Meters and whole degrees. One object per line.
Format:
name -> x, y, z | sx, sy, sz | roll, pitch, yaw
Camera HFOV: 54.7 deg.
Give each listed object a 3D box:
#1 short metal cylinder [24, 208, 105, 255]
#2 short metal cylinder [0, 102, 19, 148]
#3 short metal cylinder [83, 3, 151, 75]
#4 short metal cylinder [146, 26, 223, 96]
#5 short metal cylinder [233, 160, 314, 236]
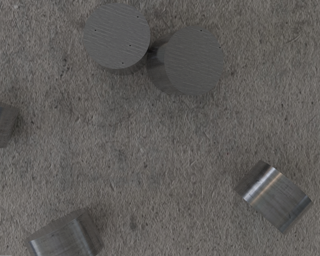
short metal cylinder -> -0.116, 0.141, 0.382 | 0.080, 0.080, 0.050 | -25, 90, 0
short metal cylinder -> -0.223, -0.011, 0.381 | 0.080, 0.080, 0.050 | 18, 90, 0
short metal cylinder -> -0.052, -0.111, 0.397 | 0.081, 0.050, 0.080 | 0, 90, 0
short metal cylinder -> 0.030, -0.080, 0.382 | 0.081, 0.050, 0.079 | -3, 98, -25
short metal cylinder -> 0.138, 0.085, 0.383 | 0.080, 0.080, 0.050 | 42, 90, 0
